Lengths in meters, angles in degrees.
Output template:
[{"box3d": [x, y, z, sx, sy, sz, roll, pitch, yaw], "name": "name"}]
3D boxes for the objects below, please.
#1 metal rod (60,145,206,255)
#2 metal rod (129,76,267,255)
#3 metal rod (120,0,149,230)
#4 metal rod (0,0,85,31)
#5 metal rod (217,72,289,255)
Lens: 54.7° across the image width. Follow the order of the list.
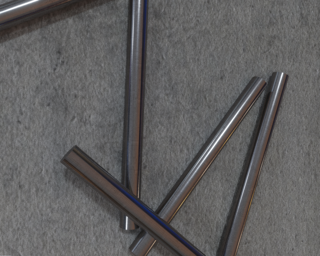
[{"box3d": [0.002, 0.128, 0.383, 0.300, 0.025, 0.025, 44, 76, -15], "name": "metal rod"}, {"box3d": [0.060, 0.046, 0.432, 0.025, 0.025, 0.300, 42, 77, -16], "name": "metal rod"}, {"box3d": [-0.033, -0.023, 0.397, 0.025, 0.025, 0.298, 3, 89, -20], "name": "metal rod"}, {"box3d": [-0.143, -0.140, 0.356, 0.302, 0.025, 0.025, -29, 100, -18], "name": "metal rod"}, {"box3d": [0.139, 0.059, 0.462, 0.025, 0.025, 0.299, 21, 83, -19], "name": "metal rod"}]
